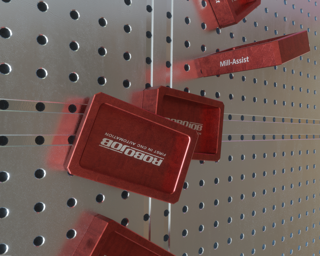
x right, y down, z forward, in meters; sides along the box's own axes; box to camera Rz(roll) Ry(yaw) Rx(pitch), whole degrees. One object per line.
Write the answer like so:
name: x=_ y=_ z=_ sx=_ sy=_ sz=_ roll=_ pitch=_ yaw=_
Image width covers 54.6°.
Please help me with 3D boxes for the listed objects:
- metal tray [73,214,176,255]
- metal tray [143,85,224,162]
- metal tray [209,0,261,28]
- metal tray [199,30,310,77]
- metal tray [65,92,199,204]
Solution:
metal tray: x=-0.043 y=0.172 z=0.369 sx=0.130 sy=0.030 sz=0.090 roll=42 pitch=65 yaw=-32
metal tray: x=0.034 y=-0.002 z=0.433 sx=0.131 sy=0.030 sz=0.090 roll=9 pitch=85 yaw=-40
metal tray: x=0.108 y=-0.239 z=0.493 sx=0.090 sy=0.030 sz=0.130 roll=-44 pitch=116 yaw=-31
metal tray: x=0.133 y=-0.106 z=0.451 sx=0.091 sy=0.130 sz=0.030 roll=-25 pitch=106 yaw=-37
metal tray: x=-0.029 y=0.025 z=0.352 sx=0.131 sy=0.030 sz=0.090 roll=21 pitch=80 yaw=-20
